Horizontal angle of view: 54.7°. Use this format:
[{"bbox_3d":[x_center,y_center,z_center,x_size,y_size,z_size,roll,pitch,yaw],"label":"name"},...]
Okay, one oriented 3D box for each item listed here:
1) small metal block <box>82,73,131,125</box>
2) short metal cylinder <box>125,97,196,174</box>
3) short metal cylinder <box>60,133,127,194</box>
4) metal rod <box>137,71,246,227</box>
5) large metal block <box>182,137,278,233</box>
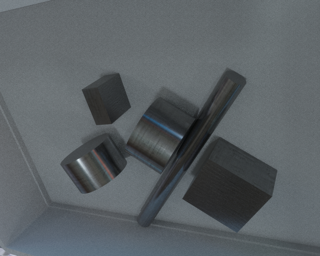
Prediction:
[{"bbox_3d":[-0.068,-0.038,0.403,0.025,0.050,0.050,-4,117,30],"label":"small metal block"},{"bbox_3d":[0.001,0.009,0.377,0.050,0.080,0.079,32,128,7],"label":"short metal cylinder"},{"bbox_3d":[-0.096,0.050,0.453,0.080,0.080,0.050,-20,108,35],"label":"short metal cylinder"},{"bbox_3d":[0.027,0.050,0.423,0.025,0.025,0.298,33,128,6],"label":"metal rod"},{"bbox_3d":[0.087,0.072,0.391,0.080,0.050,0.079,31,128,8],"label":"large metal block"}]
